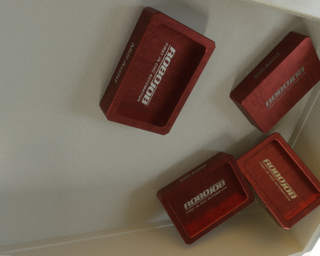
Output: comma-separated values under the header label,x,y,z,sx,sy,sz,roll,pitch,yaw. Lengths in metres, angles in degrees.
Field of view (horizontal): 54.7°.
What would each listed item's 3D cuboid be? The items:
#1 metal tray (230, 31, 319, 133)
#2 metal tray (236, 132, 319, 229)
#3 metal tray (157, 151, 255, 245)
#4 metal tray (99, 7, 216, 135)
label,x,y,z,sx,sy,sz,roll,pitch,yaw
metal tray,0.176,-0.065,0.461,0.130,0.030,0.090,-46,129,4
metal tray,0.193,0.084,0.504,0.090,0.130,0.030,-35,169,-5
metal tray,0.072,0.108,0.485,0.131,0.030,0.090,-31,101,-9
metal tray,-0.003,-0.061,0.365,0.091,0.030,0.129,16,110,-35
